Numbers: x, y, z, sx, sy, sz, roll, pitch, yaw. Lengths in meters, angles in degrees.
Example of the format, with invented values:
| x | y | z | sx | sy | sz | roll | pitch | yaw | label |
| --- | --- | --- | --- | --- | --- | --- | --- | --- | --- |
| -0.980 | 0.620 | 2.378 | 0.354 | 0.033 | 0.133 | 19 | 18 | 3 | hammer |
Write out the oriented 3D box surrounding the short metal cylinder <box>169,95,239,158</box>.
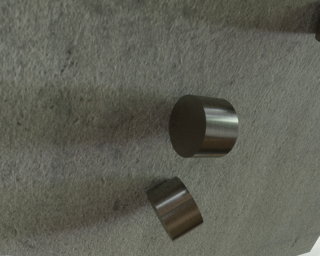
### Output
| x | y | z | sx | sy | sz | roll | pitch | yaw | label |
| --- | --- | --- | --- | --- | --- | --- | --- | --- | --- |
| 0.055 | -0.001 | 0.402 | 0.050 | 0.080 | 0.079 | 3 | 117 | -30 | short metal cylinder |

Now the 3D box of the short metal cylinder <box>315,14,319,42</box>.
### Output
| x | y | z | sx | sy | sz | roll | pitch | yaw | label |
| --- | --- | --- | --- | --- | --- | --- | --- | --- | --- |
| 0.263 | -0.147 | 0.427 | 0.081 | 0.080 | 0.050 | -16 | 125 | -20 | short metal cylinder |

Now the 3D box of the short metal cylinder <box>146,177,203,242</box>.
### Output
| x | y | z | sx | sy | sz | roll | pitch | yaw | label |
| --- | --- | --- | --- | --- | --- | --- | --- | --- | --- |
| 0.021 | 0.119 | 0.458 | 0.050 | 0.080 | 0.080 | -28 | 128 | -11 | short metal cylinder |
